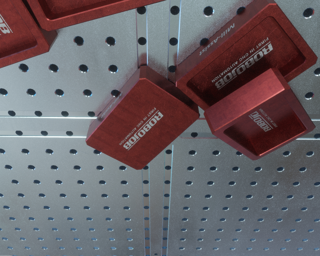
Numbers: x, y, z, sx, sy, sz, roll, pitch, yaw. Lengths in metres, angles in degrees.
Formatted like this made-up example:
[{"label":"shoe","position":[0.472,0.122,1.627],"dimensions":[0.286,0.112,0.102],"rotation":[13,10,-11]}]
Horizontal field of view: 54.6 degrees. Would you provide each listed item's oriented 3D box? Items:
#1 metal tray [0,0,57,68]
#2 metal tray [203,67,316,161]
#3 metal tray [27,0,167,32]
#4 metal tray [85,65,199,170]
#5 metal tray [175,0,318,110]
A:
[{"label":"metal tray","position":[-0.175,-0.124,0.300],"dimensions":[0.090,0.030,0.130],"rotation":[-15,129,12]},{"label":"metal tray","position":[0.122,-0.009,0.368],"dimensions":[0.090,0.030,0.130],"rotation":[-34,144,22]},{"label":"metal tray","position":[-0.064,-0.149,0.280],"dimensions":[0.130,0.030,0.090],"rotation":[-12,129,9]},{"label":"metal tray","position":[-0.024,-0.007,0.402],"dimensions":[0.090,0.030,0.129],"rotation":[31,124,-24]},{"label":"metal tray","position":[0.092,-0.070,0.349],"dimensions":[0.090,0.030,0.130],"rotation":[37,121,-27]}]
